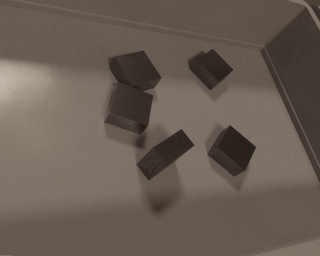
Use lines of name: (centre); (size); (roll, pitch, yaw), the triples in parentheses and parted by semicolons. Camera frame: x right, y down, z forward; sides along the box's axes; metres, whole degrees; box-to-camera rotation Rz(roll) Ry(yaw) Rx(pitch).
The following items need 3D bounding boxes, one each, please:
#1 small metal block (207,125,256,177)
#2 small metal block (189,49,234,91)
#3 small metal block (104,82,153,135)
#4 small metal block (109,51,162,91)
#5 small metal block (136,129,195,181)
small metal block: (0.103, 0.032, 0.444); (0.050, 0.025, 0.050); (40, 51, -1)
small metal block: (0.086, -0.097, 0.513); (0.050, 0.025, 0.050); (47, 51, 4)
small metal block: (-0.040, -0.025, 0.401); (0.050, 0.025, 0.050); (20, 54, -17)
small metal block: (-0.035, -0.078, 0.436); (0.050, 0.025, 0.050); (-23, 74, -36)
small metal block: (0.006, 0.033, 0.374); (0.050, 0.050, 0.025); (-31, 79, -38)
